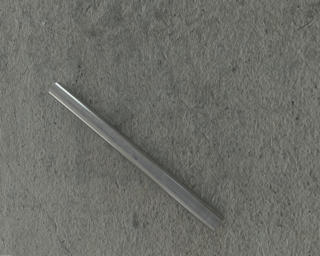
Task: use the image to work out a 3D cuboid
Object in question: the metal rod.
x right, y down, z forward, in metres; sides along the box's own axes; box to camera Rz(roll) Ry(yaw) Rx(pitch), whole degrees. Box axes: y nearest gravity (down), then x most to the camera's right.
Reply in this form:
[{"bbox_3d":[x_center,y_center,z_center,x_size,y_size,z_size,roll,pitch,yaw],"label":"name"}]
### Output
[{"bbox_3d":[-0.042,0.030,0.424,0.300,0.025,0.025,38,102,16],"label":"metal rod"}]
